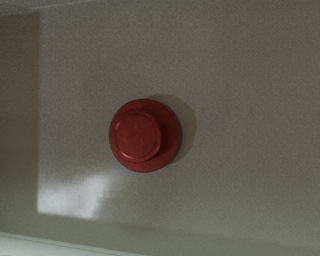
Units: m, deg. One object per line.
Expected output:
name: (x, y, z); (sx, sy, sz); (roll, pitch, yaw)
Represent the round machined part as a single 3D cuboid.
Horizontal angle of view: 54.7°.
round machined part: (-0.024, 0.010, 0.405); (0.098, 0.042, 0.097); (0, 90, 19)
